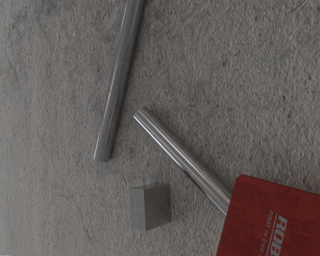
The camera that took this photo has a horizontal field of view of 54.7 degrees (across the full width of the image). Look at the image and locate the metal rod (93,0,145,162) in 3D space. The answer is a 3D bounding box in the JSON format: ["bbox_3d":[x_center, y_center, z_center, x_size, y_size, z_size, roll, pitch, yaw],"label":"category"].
[{"bbox_3d":[-0.055,-0.093,0.450,0.025,0.025,0.298,23,104,37],"label":"metal rod"}]

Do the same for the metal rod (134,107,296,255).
[{"bbox_3d":[0.065,0.073,0.351,0.300,0.025,0.025,46,117,30],"label":"metal rod"}]

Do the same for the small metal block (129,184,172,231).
[{"bbox_3d":[-0.012,0.100,0.398,0.025,0.050,0.050,-5,87,40],"label":"small metal block"}]

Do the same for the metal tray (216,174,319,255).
[{"bbox_3d":[0.102,0.117,0.285,0.090,0.030,0.129,13,81,30],"label":"metal tray"}]
